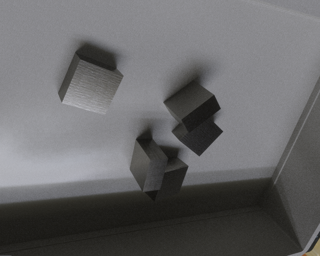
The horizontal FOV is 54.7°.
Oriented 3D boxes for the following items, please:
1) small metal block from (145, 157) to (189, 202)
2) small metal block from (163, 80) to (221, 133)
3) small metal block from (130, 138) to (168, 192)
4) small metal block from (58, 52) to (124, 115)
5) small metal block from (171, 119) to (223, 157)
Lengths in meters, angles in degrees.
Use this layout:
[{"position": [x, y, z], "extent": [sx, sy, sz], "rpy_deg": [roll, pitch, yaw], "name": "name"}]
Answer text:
[{"position": [0.009, 0.074, 0.451], "extent": [0.050, 0.025, 0.050], "rpy_deg": [-8, 123, -43], "name": "small metal block"}, {"position": [0.040, -0.029, 0.396], "extent": [0.050, 0.050, 0.025], "rpy_deg": [-37, 129, -4], "name": "small metal block"}, {"position": [-0.016, 0.048, 0.413], "extent": [0.025, 0.050, 0.050], "rpy_deg": [-1, 119, -28], "name": "small metal block"}, {"position": [-0.076, -0.047, 0.338], "extent": [0.050, 0.025, 0.050], "rpy_deg": [16, 110, -35], "name": "small metal block"}, {"position": [0.054, 0.005, 0.441], "extent": [0.050, 0.025, 0.050], "rpy_deg": [-47, 129, 5], "name": "small metal block"}]
